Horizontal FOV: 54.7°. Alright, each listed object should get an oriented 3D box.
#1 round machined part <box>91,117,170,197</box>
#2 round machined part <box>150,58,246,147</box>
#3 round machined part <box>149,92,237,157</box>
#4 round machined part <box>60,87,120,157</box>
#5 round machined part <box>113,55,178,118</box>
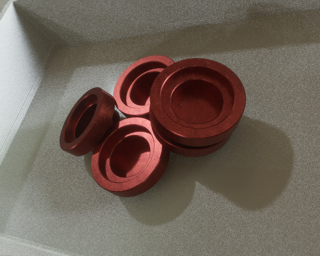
[{"bbox_3d":[-0.033,0.039,0.385,0.098,0.042,0.098,-13,56,21],"label":"round machined part"},{"bbox_3d":[0.040,-0.024,0.337,0.099,0.042,0.098,-1,64,3],"label":"round machined part"},{"bbox_3d":[0.038,-0.011,0.366,0.099,0.042,0.098,-1,63,2],"label":"round machined part"},{"bbox_3d":[-0.093,-0.005,0.432,0.098,0.042,0.098,-31,41,33],"label":"round machined part"},{"bbox_3d":[-0.012,-0.049,0.428,0.098,0.042,0.098,-13,56,21],"label":"round machined part"}]
